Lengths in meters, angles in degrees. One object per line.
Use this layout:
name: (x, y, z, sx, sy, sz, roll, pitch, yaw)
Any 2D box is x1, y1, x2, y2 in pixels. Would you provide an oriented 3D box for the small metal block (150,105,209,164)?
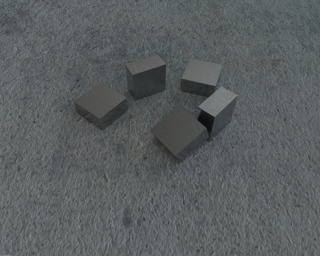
small metal block: (0.024, 0.007, 0.388, 0.050, 0.025, 0.050, -41, 60, -8)

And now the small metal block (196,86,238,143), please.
small metal block: (0.072, -0.018, 0.402, 0.025, 0.050, 0.050, 35, 58, 25)

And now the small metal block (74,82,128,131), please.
small metal block: (-0.081, -0.031, 0.428, 0.050, 0.025, 0.050, 32, 57, 24)

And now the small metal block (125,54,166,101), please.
small metal block: (-0.020, -0.072, 0.447, 0.050, 0.050, 0.025, -22, 54, -17)

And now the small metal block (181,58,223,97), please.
small metal block: (0.063, -0.075, 0.467, 0.050, 0.025, 0.050, 15, 51, 12)
